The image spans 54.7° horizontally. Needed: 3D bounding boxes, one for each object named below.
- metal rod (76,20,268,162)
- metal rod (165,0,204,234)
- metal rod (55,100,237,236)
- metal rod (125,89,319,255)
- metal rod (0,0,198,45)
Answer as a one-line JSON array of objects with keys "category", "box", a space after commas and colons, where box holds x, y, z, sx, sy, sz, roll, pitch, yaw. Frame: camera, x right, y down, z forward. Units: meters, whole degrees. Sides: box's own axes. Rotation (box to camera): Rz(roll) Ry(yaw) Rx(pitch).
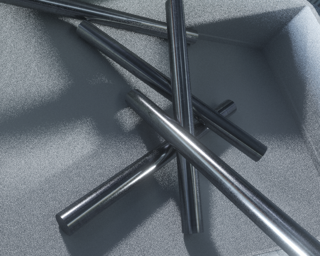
[{"category": "metal rod", "box": [0.013, -0.053, 0.421, 0.300, 0.025, 0.025, 36, 51, 5]}, {"category": "metal rod", "box": [0.029, -0.026, 0.389, 0.025, 0.025, 0.299, 3, 75, -27]}, {"category": "metal rod", "box": [0.008, 0.030, 0.390, 0.302, 0.025, 0.025, -32, 80, -38]}, {"category": "metal rod", "box": [0.051, 0.038, 0.321, 0.025, 0.025, 0.300, -15, 41, -34]}, {"category": "metal rod", "box": [-0.071, -0.161, 0.453, 0.302, 0.025, 0.025, 3, 61, -31]}]
